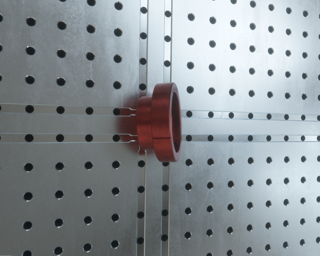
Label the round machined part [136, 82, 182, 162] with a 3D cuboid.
[{"bbox_3d":[-0.001,-0.006,0.384,0.042,0.098,0.097,-2,91,11],"label":"round machined part"}]
